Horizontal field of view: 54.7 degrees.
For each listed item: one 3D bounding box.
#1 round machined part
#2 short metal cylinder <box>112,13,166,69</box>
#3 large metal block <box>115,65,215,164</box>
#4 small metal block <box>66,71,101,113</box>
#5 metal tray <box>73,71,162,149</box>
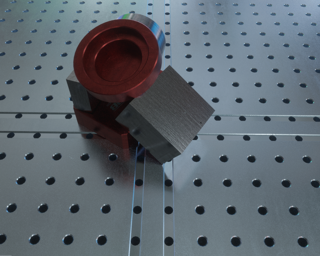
[{"bbox_3d":[-0.046,-0.074,0.361,0.098,0.042,0.098,-4,70,10],"label":"round machined part"},{"bbox_3d":[-0.037,-0.106,0.421,0.080,0.080,0.050,10,51,8],"label":"short metal cylinder"},{"bbox_3d":[0.007,-0.016,0.381,0.080,0.050,0.080,44,57,-5],"label":"large metal block"},{"bbox_3d":[-0.091,-0.057,0.397,0.025,0.050,0.050,15,52,12],"label":"small metal block"},{"bbox_3d":[-0.044,-0.040,0.438,0.090,0.030,0.131,28,55,21],"label":"metal tray"}]
